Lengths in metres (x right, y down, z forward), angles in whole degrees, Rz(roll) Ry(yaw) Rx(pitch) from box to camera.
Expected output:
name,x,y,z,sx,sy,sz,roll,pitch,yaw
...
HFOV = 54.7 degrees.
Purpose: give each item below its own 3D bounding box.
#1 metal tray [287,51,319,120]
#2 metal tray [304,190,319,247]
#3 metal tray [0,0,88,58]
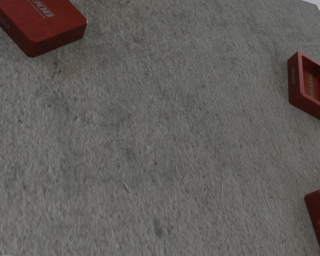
name,x,y,z,sx,sy,sz,roll,pitch,yaw
metal tray,0.302,-0.085,0.618,0.090,0.030,0.130,25,53,-13
metal tray,0.273,0.159,0.453,0.091,0.030,0.130,9,58,-24
metal tray,-0.172,-0.161,0.407,0.130,0.030,0.091,47,51,4
